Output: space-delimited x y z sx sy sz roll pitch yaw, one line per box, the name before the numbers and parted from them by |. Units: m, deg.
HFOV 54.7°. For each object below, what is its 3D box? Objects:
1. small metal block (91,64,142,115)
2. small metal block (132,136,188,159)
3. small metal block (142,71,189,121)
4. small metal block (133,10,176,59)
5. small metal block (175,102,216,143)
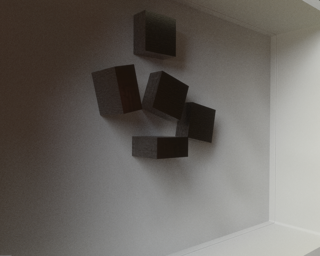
small metal block | -0.049 -0.042 0.349 0.025 0.050 0.050 -17 101 -39
small metal block | 0.000 0.023 0.390 0.050 0.050 0.025 1 90 -40
small metal block | 0.007 -0.041 0.412 0.050 0.025 0.050 24 75 -38
small metal block | -0.006 -0.119 0.401 0.050 0.025 0.050 0 90 -40
small metal block | 0.052 -0.007 0.450 0.050 0.025 0.050 14 81 -39
